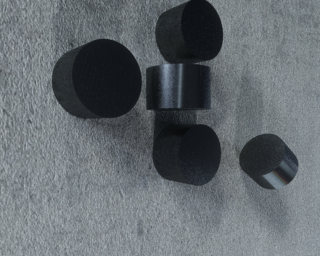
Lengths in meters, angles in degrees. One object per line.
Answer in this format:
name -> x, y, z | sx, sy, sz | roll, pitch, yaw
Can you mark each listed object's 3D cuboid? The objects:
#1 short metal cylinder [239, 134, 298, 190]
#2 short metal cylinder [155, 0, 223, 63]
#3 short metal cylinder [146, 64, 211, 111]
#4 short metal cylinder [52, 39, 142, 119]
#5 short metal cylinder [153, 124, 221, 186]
short metal cylinder -> 0.182, 0.056, 0.522 | 0.050, 0.080, 0.080 | 40, 66, -33
short metal cylinder -> 0.041, -0.128, 0.422 | 0.081, 0.050, 0.080 | 0, 90, -40
short metal cylinder -> 0.023, -0.048, 0.388 | 0.081, 0.080, 0.050 | -1, 91, -40
short metal cylinder -> -0.067, -0.050, 0.332 | 0.081, 0.050, 0.080 | 0, 90, -40
short metal cylinder -> 0.037, 0.035, 0.419 | 0.081, 0.050, 0.080 | 0, 90, -40
